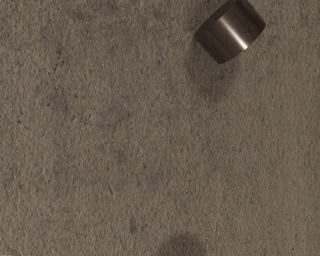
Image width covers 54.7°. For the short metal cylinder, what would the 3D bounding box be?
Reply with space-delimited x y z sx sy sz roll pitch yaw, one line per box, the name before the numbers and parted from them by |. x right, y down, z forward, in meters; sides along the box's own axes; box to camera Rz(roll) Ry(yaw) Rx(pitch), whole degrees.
short metal cylinder | 0.092 -0.132 0.415 0.050 0.080 0.080 44 76 -15
